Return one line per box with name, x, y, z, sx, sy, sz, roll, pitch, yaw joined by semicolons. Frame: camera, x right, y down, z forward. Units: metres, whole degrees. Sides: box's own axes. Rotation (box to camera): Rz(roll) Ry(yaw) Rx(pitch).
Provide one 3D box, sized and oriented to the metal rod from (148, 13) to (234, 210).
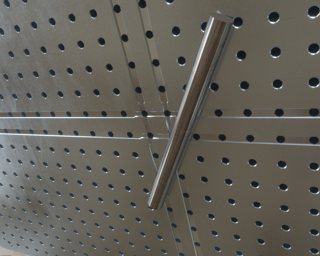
metal rod;0.028;0.004;0.399;0.025;0.025;0.298;26;128;12
